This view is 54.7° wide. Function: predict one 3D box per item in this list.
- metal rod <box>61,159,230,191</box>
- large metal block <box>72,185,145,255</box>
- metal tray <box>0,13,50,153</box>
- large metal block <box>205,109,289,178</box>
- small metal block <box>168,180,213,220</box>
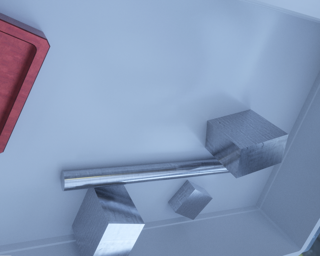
[{"bbox_3d":[0.012,0.064,0.456,0.303,0.025,0.025,-1,119,-28],"label":"metal rod"},{"bbox_3d":[-0.073,0.130,0.415,0.050,0.080,0.079,13,111,-34],"label":"large metal block"},{"bbox_3d":[-0.171,-0.044,0.285,0.091,0.030,0.129,19,108,-36],"label":"metal tray"},{"bbox_3d":[0.124,0.020,0.455,0.081,0.080,0.050,-14,125,-21],"label":"large metal block"},{"bbox_3d":[0.051,0.120,0.513,0.050,0.025,0.050,34,99,-39],"label":"small metal block"}]
